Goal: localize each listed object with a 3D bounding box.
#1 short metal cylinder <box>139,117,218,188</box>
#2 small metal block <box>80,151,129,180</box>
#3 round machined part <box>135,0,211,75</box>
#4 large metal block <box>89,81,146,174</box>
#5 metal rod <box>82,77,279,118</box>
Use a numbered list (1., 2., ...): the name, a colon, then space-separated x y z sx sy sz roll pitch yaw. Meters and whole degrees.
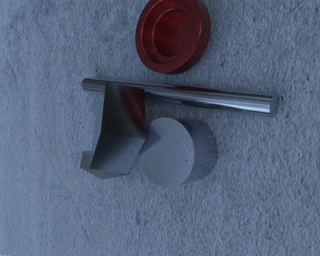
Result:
1. short metal cylinder: 0.021 0.028 0.370 0.080 0.050 0.079 0 90 39
2. small metal block: -0.079 0.051 0.451 0.050 0.050 0.025 18 102 38
3. round machined part: 0.020 -0.113 0.376 0.098 0.042 0.097 0 90 39
4. large metal block: -0.055 0.001 0.395 0.079 0.050 0.080 119 156 -47
5. metal rod: 0.000 -0.046 0.403 0.300 0.025 0.025 12 97 39
